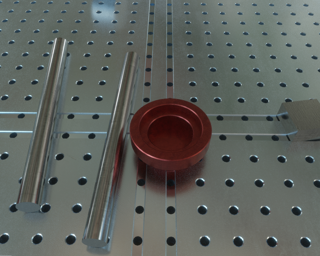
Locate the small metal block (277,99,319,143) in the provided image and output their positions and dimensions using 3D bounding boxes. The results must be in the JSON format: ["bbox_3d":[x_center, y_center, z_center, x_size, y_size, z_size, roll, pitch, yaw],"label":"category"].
[{"bbox_3d":[0.195,-0.010,0.418,0.050,0.025,0.050,-7,50,-6],"label":"small metal block"}]

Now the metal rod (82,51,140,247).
[{"bbox_3d":[-0.055,0.001,0.406,0.025,0.025,0.300,3,50,2],"label":"metal rod"}]

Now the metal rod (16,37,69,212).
[{"bbox_3d":[-0.155,-0.029,0.430,0.025,0.025,0.300,-4,50,-3],"label":"metal rod"}]

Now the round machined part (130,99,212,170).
[{"bbox_3d":[0.013,0.012,0.387,0.099,0.042,0.098,0,50,0],"label":"round machined part"}]
